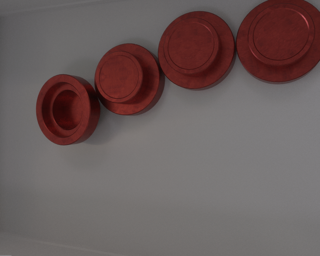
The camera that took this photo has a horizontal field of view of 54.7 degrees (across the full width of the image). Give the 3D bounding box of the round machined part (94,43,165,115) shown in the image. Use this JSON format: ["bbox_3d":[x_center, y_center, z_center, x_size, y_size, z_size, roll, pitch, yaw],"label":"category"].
[{"bbox_3d":[-0.047,-0.066,0.418,0.098,0.042,0.097,0,90,20],"label":"round machined part"}]

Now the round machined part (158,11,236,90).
[{"bbox_3d":[0.043,-0.097,0.386,0.098,0.042,0.097,0,90,20],"label":"round machined part"}]

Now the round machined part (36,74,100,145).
[{"bbox_3d":[-0.125,-0.026,0.442,0.098,0.042,0.097,1,93,26],"label":"round machined part"}]

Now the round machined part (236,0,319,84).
[{"bbox_3d":[0.137,-0.101,0.353,0.098,0.042,0.097,0,90,20],"label":"round machined part"}]
